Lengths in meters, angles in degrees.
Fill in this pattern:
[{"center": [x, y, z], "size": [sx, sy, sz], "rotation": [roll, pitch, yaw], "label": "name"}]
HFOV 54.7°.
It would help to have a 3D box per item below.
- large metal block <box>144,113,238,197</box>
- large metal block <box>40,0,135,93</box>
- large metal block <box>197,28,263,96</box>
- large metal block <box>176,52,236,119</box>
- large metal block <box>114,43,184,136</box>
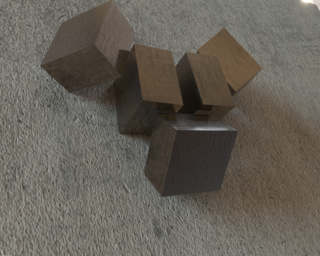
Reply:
[{"center": [0.034, 0.029, 0.364], "size": [0.081, 0.079, 0.050], "rotation": [1, 22, -28], "label": "large metal block"}, {"center": [-0.084, -0.096, 0.373], "size": [0.050, 0.080, 0.080], "rotation": [49, 39, -43], "label": "large metal block"}, {"center": [0.101, -0.093, 0.475], "size": [0.050, 0.080, 0.080], "rotation": [-41, 84, -1], "label": "large metal block"}, {"center": [0.048, -0.044, 0.425], "size": [0.050, 0.080, 0.080], "rotation": [1, 62, -28], "label": "large metal block"}, {"center": [-0.019, -0.044, 0.388], "size": [0.050, 0.080, 0.080], "rotation": [5, 60, -26], "label": "large metal block"}]
